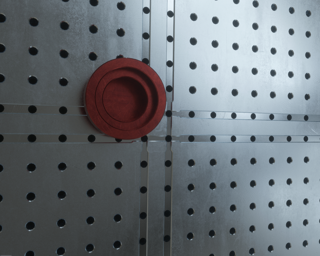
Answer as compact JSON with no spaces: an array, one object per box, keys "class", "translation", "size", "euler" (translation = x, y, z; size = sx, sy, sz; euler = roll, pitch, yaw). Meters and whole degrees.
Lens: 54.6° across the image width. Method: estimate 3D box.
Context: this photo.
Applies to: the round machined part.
[{"class":"round machined part","translation":[-0.045,-0.035,0.387],"size":[0.099,0.042,0.097],"euler":[0,90,-20]}]
